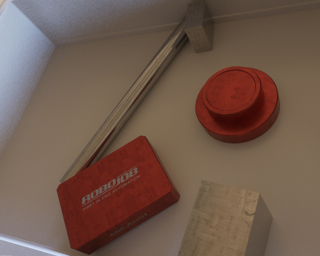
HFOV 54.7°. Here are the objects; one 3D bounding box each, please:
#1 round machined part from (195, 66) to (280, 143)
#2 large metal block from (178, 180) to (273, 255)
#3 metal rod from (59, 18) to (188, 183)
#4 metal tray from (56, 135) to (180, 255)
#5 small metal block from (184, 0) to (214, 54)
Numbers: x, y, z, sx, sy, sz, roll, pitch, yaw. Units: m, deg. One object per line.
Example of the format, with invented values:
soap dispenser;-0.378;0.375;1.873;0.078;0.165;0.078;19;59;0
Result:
round machined part;0.088;-0.034;0.369;0.098;0.042;0.098;-13;56;20
large metal block;0.061;0.102;0.275;0.050;0.080;0.080;8;66;31
metal rod;-0.041;-0.041;0.450;0.025;0.025;0.300;27;76;37
metal tray;-0.053;0.078;0.374;0.130;0.030;0.090;-31;52;0
small metal block;0.058;-0.145;0.447;0.025;0.050;0.050;-6;59;25
